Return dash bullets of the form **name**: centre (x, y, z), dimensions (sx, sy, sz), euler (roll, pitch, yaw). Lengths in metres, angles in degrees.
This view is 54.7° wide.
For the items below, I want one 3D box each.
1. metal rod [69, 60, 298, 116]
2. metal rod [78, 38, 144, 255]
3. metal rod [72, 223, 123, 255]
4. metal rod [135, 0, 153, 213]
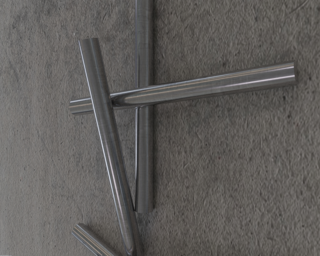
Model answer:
- **metal rod**: centre (0.004, -0.042, 0.376), dimensions (0.300, 0.025, 0.025), euler (-5, 87, 32)
- **metal rod**: centre (-0.061, 0.036, 0.407), dimensions (0.025, 0.025, 0.298), euler (-1, 104, 40)
- **metal rod**: centre (-0.026, 0.214, 0.426), dimensions (0.300, 0.025, 0.025), euler (22, 104, 37)
- **metal rod**: centre (-0.022, -0.036, 0.422), dimensions (0.025, 0.025, 0.298), euler (0, 90, 40)
